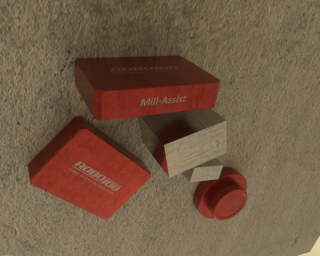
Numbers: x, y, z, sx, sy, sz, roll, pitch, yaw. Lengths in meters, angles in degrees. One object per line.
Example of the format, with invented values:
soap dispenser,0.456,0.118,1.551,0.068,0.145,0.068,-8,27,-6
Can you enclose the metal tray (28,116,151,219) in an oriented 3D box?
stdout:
metal tray,-0.084,0.055,0.393,0.090,0.030,0.130,-45,130,3

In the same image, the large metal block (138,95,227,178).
large metal block,0.027,0.006,0.391,0.081,0.080,0.050,-21,127,-17

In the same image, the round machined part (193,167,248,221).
round machined part,0.110,0.119,0.533,0.099,0.042,0.097,-14,125,-21

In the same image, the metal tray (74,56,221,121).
metal tray,-0.015,-0.047,0.328,0.131,0.090,0.030,-8,122,-25

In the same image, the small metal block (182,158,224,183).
small metal block,0.056,0.053,0.456,0.050,0.050,0.025,-1,119,-29
